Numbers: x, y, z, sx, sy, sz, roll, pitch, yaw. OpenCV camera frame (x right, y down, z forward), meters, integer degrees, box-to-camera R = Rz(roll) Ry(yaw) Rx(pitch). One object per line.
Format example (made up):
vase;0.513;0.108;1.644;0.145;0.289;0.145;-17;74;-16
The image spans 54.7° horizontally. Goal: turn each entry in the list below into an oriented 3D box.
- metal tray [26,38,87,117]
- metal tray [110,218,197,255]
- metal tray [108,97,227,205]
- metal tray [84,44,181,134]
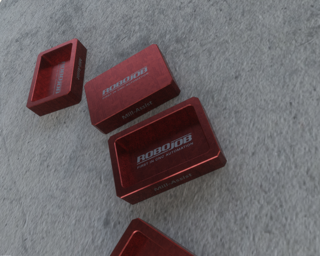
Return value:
metal tray;-0.180;-0.091;0.548;0.090;0.030;0.130;-16;55;19
metal tray;0.006;0.149;0.265;0.130;0.030;0.090;23;74;36
metal tray;0.004;0.027;0.380;0.130;0.030;0.090;-25;53;12
metal tray;-0.045;-0.058;0.458;0.130;0.030;0.090;-28;52;10
